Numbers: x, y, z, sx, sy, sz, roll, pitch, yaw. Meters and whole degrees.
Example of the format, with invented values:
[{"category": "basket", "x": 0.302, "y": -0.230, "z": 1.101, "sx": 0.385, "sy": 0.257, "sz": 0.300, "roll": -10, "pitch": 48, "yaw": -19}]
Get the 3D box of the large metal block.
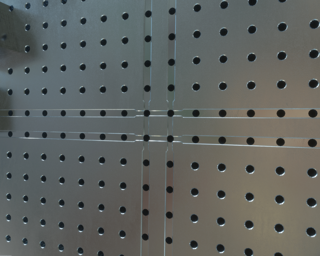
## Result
[{"category": "large metal block", "x": -0.285, "y": -0.154, "z": 0.501, "sx": 0.080, "sy": 0.050, "sz": 0.080, "roll": -13, "pitch": 86, "yaw": 19}]
